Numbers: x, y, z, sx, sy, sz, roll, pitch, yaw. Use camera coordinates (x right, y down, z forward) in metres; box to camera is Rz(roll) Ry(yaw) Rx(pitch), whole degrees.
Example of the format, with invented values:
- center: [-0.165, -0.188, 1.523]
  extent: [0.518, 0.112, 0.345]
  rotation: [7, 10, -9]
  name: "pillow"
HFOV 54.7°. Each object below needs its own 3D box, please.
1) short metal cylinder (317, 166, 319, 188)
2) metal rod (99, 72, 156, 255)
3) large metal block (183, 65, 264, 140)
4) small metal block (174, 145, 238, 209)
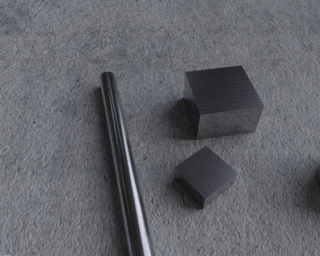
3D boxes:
- center: [0.227, 0.051, 0.345]
  extent: [0.081, 0.050, 0.080]
  rotation: [0, 50, 0]
  name: "short metal cylinder"
- center: [-0.044, 0.037, 0.371]
  extent: [0.025, 0.025, 0.300]
  rotation: [-10, 51, -9]
  name: "metal rod"
- center: [0.081, -0.035, 0.417]
  extent: [0.081, 0.050, 0.080]
  rotation: [-8, 51, -7]
  name: "large metal block"
- center: [0.051, 0.055, 0.357]
  extent: [0.050, 0.025, 0.050]
  rotation: [-32, 57, -24]
  name: "small metal block"
